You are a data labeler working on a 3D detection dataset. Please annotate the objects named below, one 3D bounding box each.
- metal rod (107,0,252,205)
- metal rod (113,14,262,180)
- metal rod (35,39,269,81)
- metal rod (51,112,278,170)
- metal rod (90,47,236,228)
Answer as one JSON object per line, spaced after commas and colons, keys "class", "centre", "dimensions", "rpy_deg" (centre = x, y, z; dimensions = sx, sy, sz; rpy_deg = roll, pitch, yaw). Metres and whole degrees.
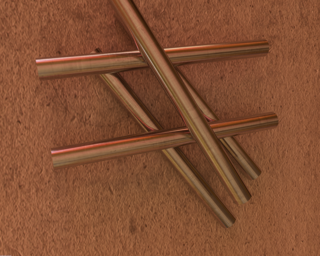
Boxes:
{"class": "metal rod", "centre": [0.027, -0.032, 0.368], "dimensions": [0.025, 0.025, 0.299], "rpy_deg": [-37, 102, -17]}
{"class": "metal rod", "centre": [0.046, -0.040, 0.428], "dimensions": [0.025, 0.025, 0.300], "rpy_deg": [-45, 104, -15]}
{"class": "metal rod", "centre": [0.007, -0.089, 0.387], "dimensions": [0.303, 0.025, 0.025], "rpy_deg": [-10, 94, -20]}
{"class": "metal rod", "centre": [0.022, 0.011, 0.393], "dimensions": [0.303, 0.025, 0.025], "rpy_deg": [-9, 93, -20]}
{"class": "metal rod", "centre": [0.007, 0.022, 0.413], "dimensions": [0.025, 0.025, 0.300], "rpy_deg": [-43, 104, -15]}
